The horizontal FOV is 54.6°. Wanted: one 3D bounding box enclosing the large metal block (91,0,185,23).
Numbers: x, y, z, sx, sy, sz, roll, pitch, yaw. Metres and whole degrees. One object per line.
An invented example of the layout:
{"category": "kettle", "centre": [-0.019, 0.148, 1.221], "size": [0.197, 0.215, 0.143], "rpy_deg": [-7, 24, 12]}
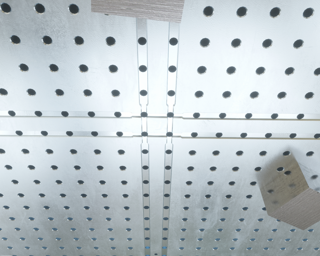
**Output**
{"category": "large metal block", "centre": [-0.016, -0.145, 0.272], "size": [0.080, 0.050, 0.080], "rpy_deg": [5, 130, -5]}

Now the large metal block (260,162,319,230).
{"category": "large metal block", "centre": [0.222, 0.109, 0.490], "size": [0.080, 0.050, 0.080], "rpy_deg": [26, 125, -21]}
